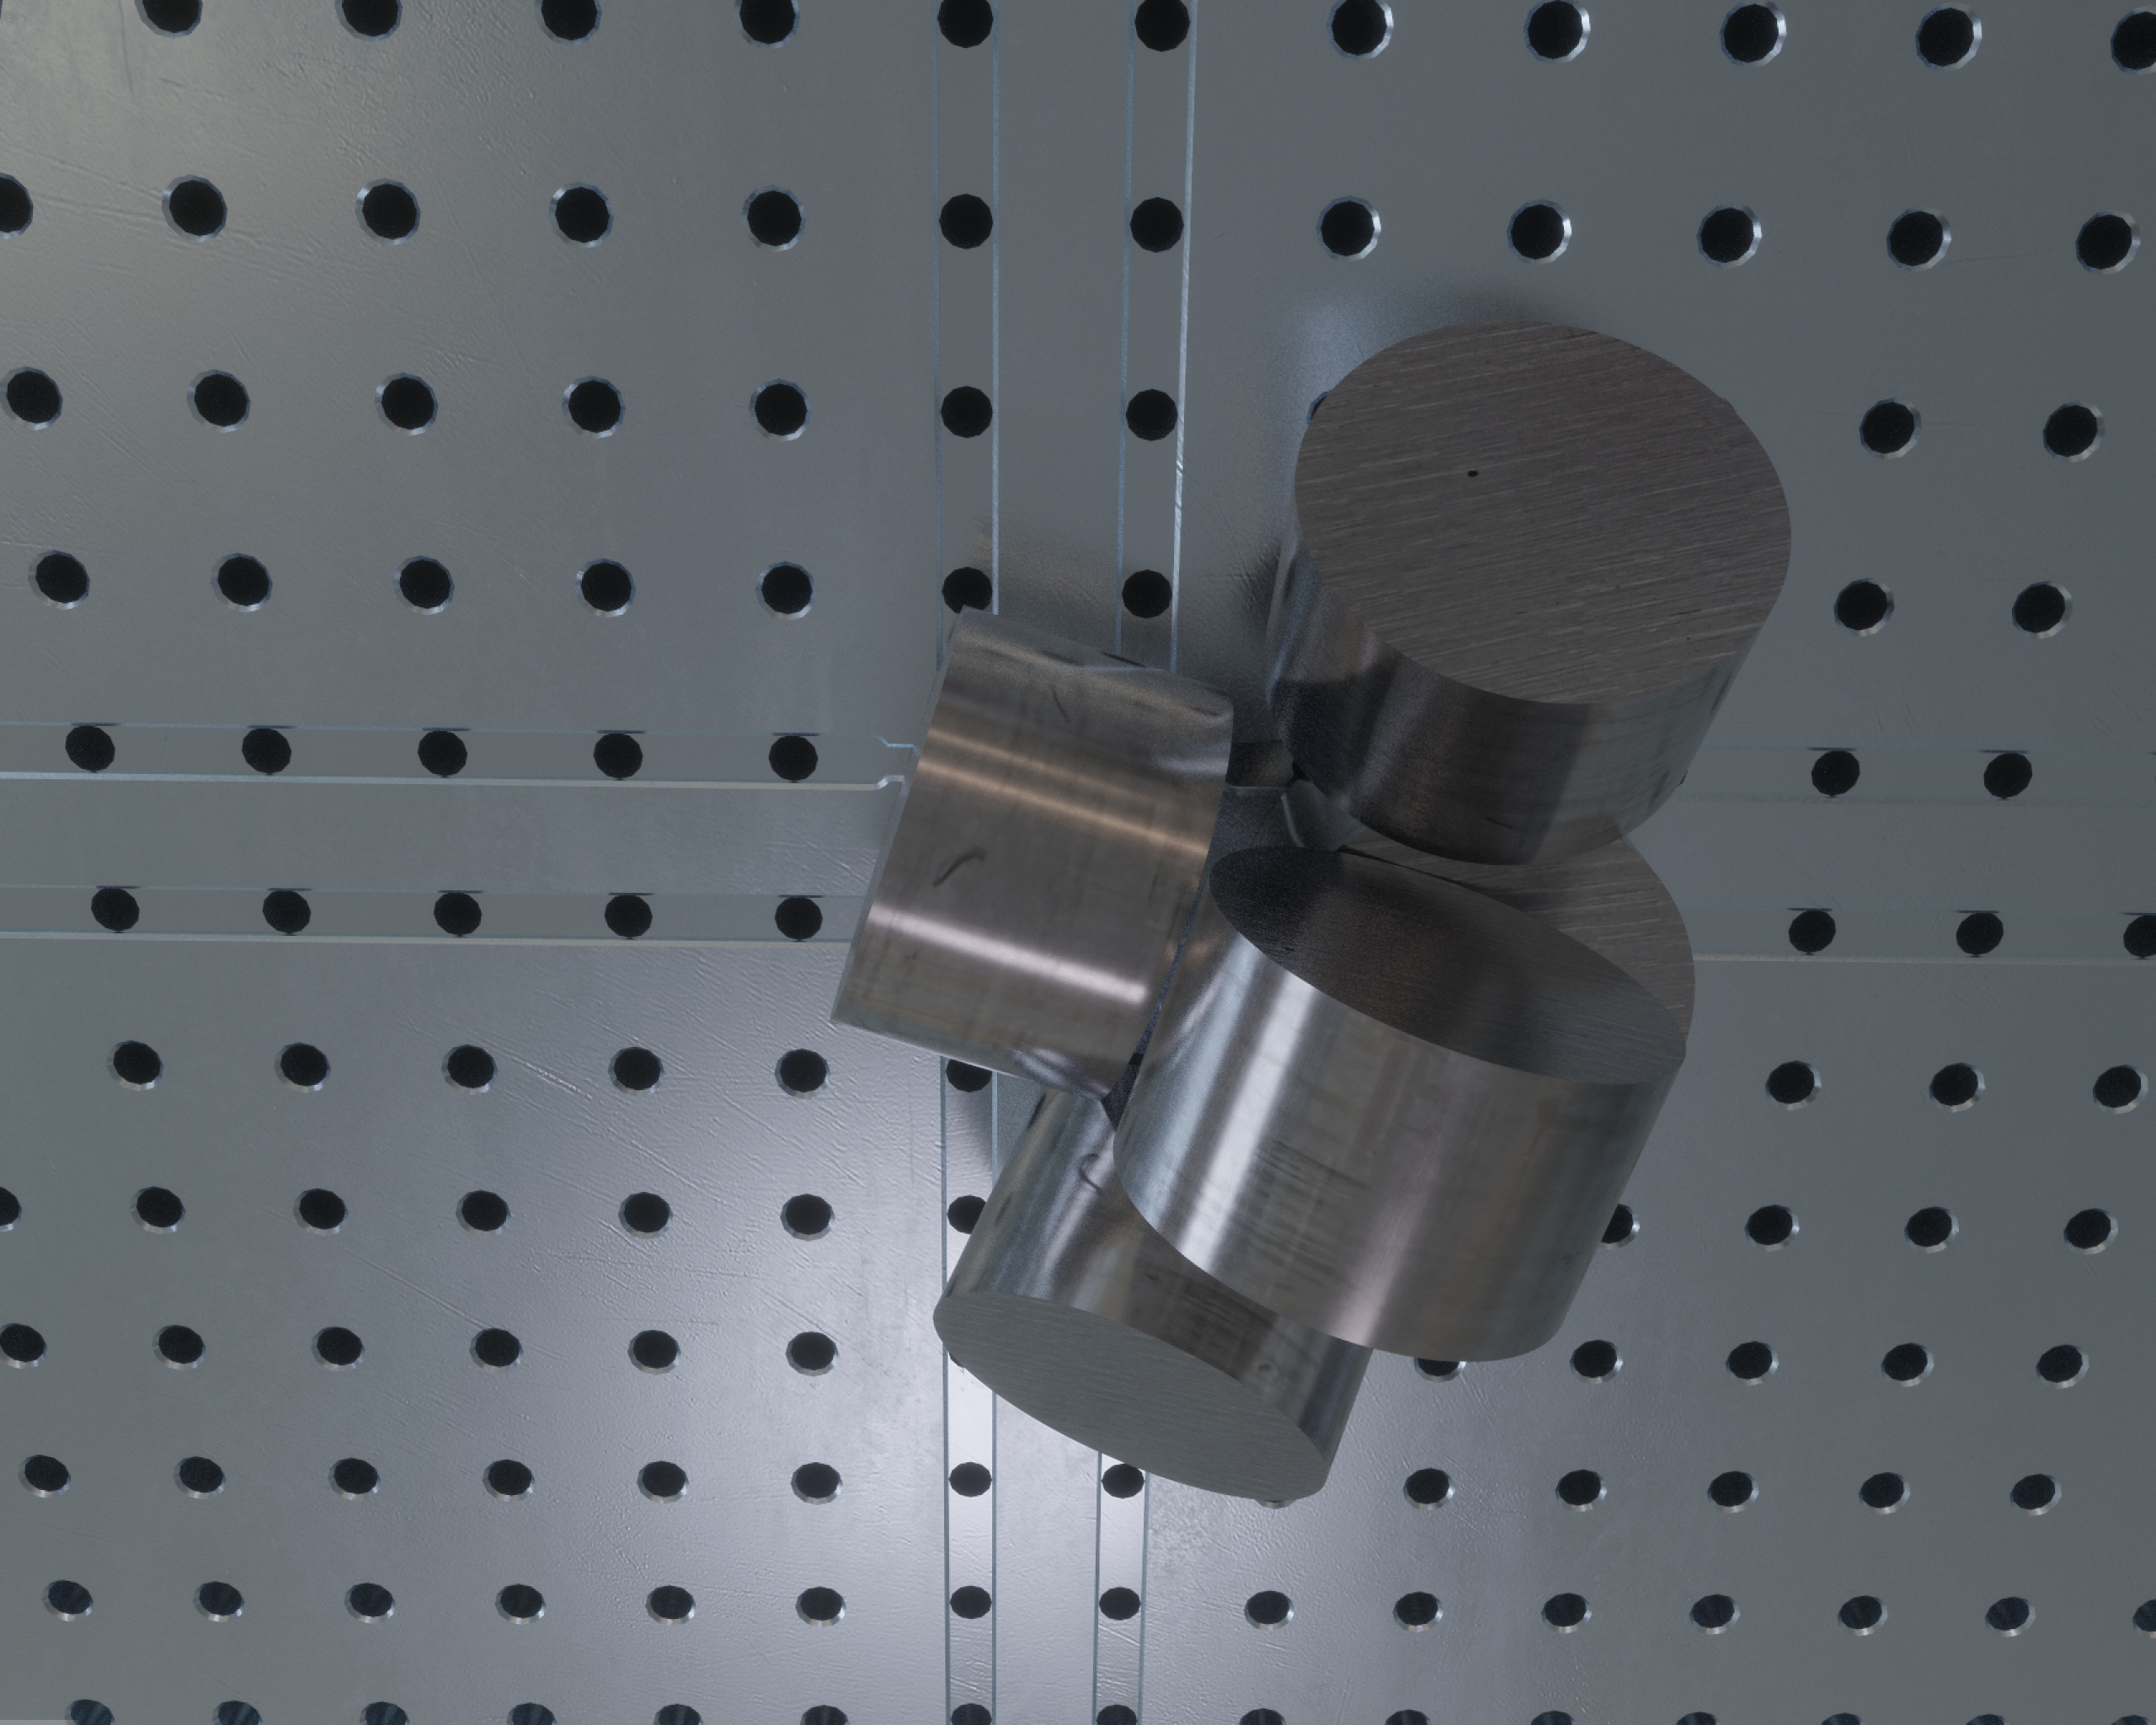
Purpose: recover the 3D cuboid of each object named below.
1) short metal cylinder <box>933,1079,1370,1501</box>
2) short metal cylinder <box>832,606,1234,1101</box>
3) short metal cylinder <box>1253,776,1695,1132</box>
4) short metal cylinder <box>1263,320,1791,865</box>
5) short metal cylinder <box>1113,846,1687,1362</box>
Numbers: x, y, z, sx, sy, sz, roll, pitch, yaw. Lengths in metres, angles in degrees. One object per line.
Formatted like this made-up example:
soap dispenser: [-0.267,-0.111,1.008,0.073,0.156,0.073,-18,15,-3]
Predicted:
short metal cylinder: [0.019,0.083,0.408,0.080,0.050,0.080,19,149,12]
short metal cylinder: [-0.009,-0.002,0.383,0.050,0.080,0.079,18,109,-7]
short metal cylinder: [0.073,0.018,0.406,0.081,0.050,0.079,0,109,0]
short metal cylinder: [0.075,-0.046,0.360,0.081,0.080,0.050,2,150,-1]
short metal cylinder: [0.052,0.037,0.344,0.080,0.080,0.050,16,109,-6]
